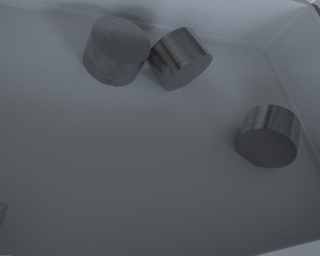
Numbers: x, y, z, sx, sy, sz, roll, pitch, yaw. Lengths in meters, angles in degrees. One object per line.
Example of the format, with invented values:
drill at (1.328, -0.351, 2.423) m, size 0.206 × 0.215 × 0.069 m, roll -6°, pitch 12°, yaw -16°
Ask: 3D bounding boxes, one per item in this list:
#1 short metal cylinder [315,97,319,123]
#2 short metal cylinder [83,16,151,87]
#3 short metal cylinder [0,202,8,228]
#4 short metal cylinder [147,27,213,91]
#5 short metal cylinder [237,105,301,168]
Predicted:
short metal cylinder at (0.343, -0.034, 0.578) m, size 0.050 × 0.080 × 0.080 m, roll -1°, pitch 62°, yaw -29°
short metal cylinder at (-0.059, -0.103, 0.421) m, size 0.081 × 0.050 × 0.080 m, roll 14°, pitch 56°, yaw -21°
short metal cylinder at (-0.159, 0.087, 0.232) m, size 0.050 × 0.080 × 0.080 m, roll 25°, pitch 53°, yaw -13°
short metal cylinder at (0.028, -0.098, 0.445) m, size 0.081 × 0.080 × 0.050 m, roll -24°, pitch 75°, yaw -37°
short metal cylinder at (0.157, 0.013, 0.447) m, size 0.080 × 0.080 × 0.050 m, roll 34°, pitch 51°, yaw -6°
